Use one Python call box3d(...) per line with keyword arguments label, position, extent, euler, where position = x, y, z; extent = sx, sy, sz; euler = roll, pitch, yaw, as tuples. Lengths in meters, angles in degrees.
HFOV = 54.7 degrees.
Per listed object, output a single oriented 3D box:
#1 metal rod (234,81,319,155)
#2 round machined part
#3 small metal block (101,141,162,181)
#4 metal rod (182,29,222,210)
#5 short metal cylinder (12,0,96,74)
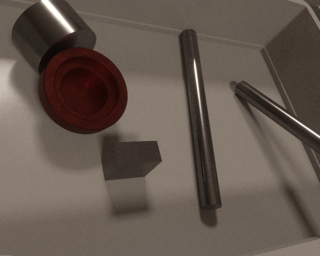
box3d(label="metal rod", position=(0.219, 0.018, 0.437), extent=(0.025, 0.025, 0.300), euler=(-14, 44, -34))
box3d(label="round machined part", position=(-0.091, -0.040, 0.361), extent=(0.099, 0.042, 0.098), euler=(12, 69, -33))
box3d(label="small metal block", position=(-0.033, 0.037, 0.350), extent=(0.050, 0.050, 0.025), euler=(-1, 62, -29))
box3d(label="metal rod", position=(0.057, -0.032, 0.457), extent=(0.025, 0.025, 0.299), euler=(11, 57, -23))
box3d(label="short metal cylinder", position=(-0.124, -0.105, 0.368), extent=(0.050, 0.080, 0.081), euler=(50, 51, 6))
